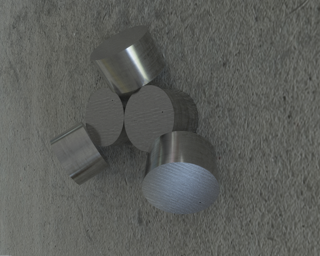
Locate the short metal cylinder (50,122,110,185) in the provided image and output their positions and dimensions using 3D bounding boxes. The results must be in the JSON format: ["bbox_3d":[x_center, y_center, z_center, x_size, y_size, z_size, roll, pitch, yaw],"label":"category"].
[{"bbox_3d":[-0.117,0.037,0.459,0.050,0.080,0.080,-32,64,-8],"label":"short metal cylinder"}]

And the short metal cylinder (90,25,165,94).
[{"bbox_3d":[-0.041,-0.088,0.397,0.080,0.080,0.050,2,134,40],"label":"short metal cylinder"}]

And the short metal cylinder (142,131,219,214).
[{"bbox_3d":[0.023,0.050,0.343,0.080,0.080,0.050,-44,22,31],"label":"short metal cylinder"}]

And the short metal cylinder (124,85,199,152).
[{"bbox_3d":[0.001,-0.011,0.389,0.080,0.050,0.080,0,90,40],"label":"short metal cylinder"}]

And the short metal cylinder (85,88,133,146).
[{"bbox_3d":[-0.061,-0.015,0.440,0.080,0.050,0.080,0,90,40],"label":"short metal cylinder"}]
